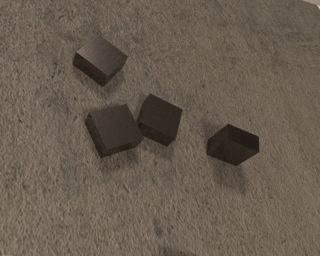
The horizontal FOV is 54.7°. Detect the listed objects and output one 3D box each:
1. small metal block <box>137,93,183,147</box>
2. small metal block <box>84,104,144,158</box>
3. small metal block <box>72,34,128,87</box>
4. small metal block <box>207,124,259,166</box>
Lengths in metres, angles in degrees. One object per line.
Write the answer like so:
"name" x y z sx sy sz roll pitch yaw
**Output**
"small metal block" -0.002 -0.011 0.411 0.050 0.025 0.050 25 53 -13
"small metal block" -0.055 0.003 0.373 0.050 0.025 0.050 -16 71 -35
"small metal block" -0.080 -0.091 0.418 0.050 0.025 0.050 37 51 -4
"small metal block" 0.100 0.025 0.429 0.050 0.050 0.025 22 54 -16
